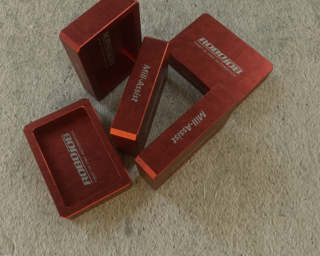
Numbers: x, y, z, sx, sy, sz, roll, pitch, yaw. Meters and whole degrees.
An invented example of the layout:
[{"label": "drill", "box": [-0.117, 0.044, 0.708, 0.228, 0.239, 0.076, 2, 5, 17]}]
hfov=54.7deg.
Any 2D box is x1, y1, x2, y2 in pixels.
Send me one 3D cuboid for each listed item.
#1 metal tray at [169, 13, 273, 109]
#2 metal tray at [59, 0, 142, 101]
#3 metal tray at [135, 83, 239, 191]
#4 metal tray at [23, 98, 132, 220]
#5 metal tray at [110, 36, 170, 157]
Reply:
[{"label": "metal tray", "box": [0.081, -0.094, 0.442, 0.090, 0.030, 0.130, -43, 76, -14]}, {"label": "metal tray", "box": [-0.065, -0.097, 0.388, 0.030, 0.130, 0.090, 42, 75, 13]}, {"label": "metal tray", "box": [0.031, 0.014, 0.370, 0.130, 0.090, 0.030, -42, 76, -14]}, {"label": "metal tray", "box": [-0.103, 0.037, 0.392, 0.090, 0.030, 0.130, -27, 73, -10]}, {"label": "metal tray", "box": [-0.021, -0.035, 0.387, 0.030, 0.090, 0.130, 16, 71, 5]}]
